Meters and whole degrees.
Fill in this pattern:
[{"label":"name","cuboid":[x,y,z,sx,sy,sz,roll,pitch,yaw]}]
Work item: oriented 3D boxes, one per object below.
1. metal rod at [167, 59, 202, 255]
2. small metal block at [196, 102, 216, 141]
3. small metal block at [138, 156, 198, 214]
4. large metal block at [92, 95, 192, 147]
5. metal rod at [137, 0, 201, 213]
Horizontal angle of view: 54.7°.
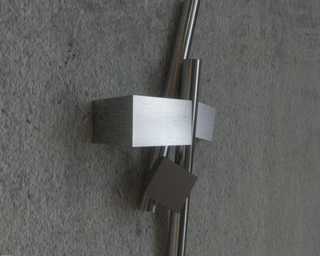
[{"label":"metal rod","cuboid":[0.031,0.060,0.414,0.025,0.025,0.298,1,95,-40]},{"label":"small metal block","cuboid":[0.053,-0.010,0.451,0.050,0.025,0.050,15,80,-39]},{"label":"small metal block","cuboid":[0.010,0.069,0.378,0.050,0.025,0.050,33,75,-13]},{"label":"large metal block","cuboid":[-0.021,-0.007,0.353,0.081,0.080,0.050,1,90,-40]},{"label":"metal rod","cuboid":[0.015,-0.039,0.418,0.025,0.025,0.299,20,77,-39]}]
